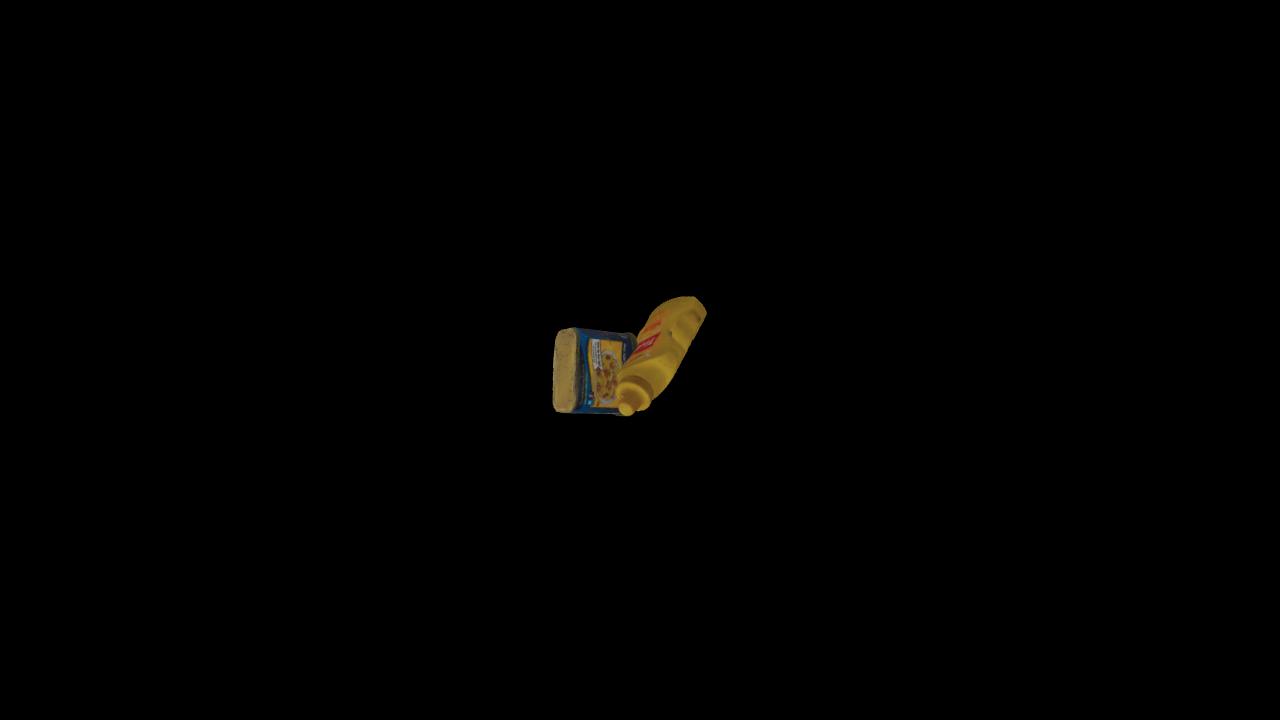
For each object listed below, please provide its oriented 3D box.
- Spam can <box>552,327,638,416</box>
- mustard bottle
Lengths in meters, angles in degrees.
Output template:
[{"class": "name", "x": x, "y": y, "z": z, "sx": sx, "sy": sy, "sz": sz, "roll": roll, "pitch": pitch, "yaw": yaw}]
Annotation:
[{"class": "Spam can", "x": -0.053, "y": 0.015, "z": 0.720, "sx": 0.085, "sy": 0.101, "sz": 0.058, "roll": 4, "pitch": -6, "yaw": -37}, {"class": "mustard bottle", "x": 0.016, "y": 0.000, "z": 0.729, "sx": 0.092, "sy": 0.054, "sz": 0.184, "roll": -20, "pitch": 27, "yaw": 38}]
